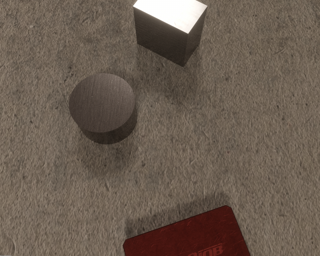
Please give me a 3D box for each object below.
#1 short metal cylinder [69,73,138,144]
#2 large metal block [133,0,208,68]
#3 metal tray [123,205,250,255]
[{"bbox_3d":[-0.071,-0.024,0.403,0.081,0.050,0.080,0,70,0],"label":"short metal cylinder"},{"bbox_3d":[0.013,-0.142,0.431,0.080,0.080,0.050,30,73,10],"label":"large metal block"},{"bbox_3d":[0.033,0.151,0.351,0.131,0.030,0.090,-17,71,-7],"label":"metal tray"}]
